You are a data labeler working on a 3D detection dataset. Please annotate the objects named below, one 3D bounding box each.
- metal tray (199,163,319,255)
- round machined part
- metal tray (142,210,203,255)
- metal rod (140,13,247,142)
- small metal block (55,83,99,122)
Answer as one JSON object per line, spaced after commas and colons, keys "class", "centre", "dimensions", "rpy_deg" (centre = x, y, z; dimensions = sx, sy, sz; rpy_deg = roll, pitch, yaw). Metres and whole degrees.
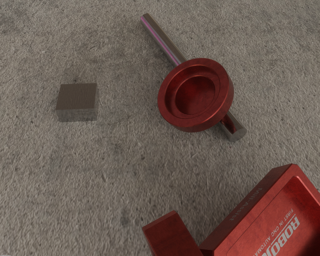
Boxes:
{"class": "metal tray", "centre": [0.108, 0.106, 0.285], "dimensions": [0.131, 0.030, 0.090], "rpy_deg": [-36, 88, -28]}
{"class": "round machined part", "centre": [0.049, -0.039, 0.407], "dimensions": [0.098, 0.042, 0.098], "rpy_deg": [-13, 62, 26]}
{"class": "metal tray", "centre": [0.033, 0.140, 0.242], "dimensions": [0.030, 0.090, 0.130], "rpy_deg": [-26, 55, -13]}
{"class": "metal rod", "centre": [0.038, -0.095, 0.483], "dimensions": [0.025, 0.025, 0.300], "rpy_deg": [-19, 53, -16]}
{"class": "small metal block", "centre": [-0.113, -0.036, 0.432], "dimensions": [0.050, 0.025, 0.050], "rpy_deg": [-2, 50, -3]}
